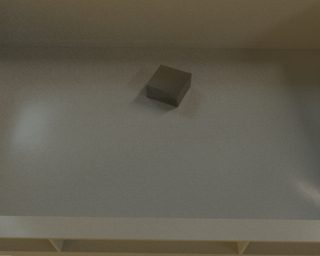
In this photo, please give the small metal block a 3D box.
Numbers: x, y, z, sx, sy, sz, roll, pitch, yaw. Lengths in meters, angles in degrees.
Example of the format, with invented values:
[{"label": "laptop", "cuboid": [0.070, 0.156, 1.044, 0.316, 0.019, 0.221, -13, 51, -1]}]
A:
[{"label": "small metal block", "cuboid": [0.013, -0.063, 0.458, 0.050, 0.025, 0.050, 20, 53, 16]}]
